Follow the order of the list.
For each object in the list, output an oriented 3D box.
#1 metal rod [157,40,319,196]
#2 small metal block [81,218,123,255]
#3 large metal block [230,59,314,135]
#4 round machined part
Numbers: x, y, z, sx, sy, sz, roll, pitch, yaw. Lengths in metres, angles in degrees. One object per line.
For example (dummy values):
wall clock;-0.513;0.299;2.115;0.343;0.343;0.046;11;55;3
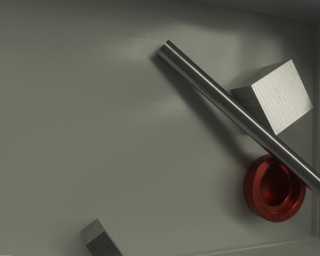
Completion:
metal rod;0.117;-0.011;0.426;0.300;0.025;0.025;41;77;-5
small metal block;-0.068;0.143;0.373;0.025;0.050;0.050;-35;102;-17
large metal block;0.166;-0.044;0.460;0.080;0.050;0.080;-33;101;-17
round machined part;0.166;0.087;0.465;0.099;0.042;0.097;0;90;-21
